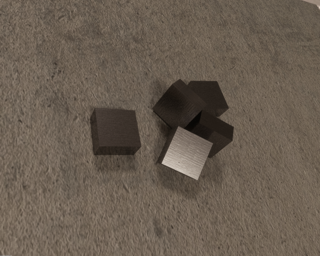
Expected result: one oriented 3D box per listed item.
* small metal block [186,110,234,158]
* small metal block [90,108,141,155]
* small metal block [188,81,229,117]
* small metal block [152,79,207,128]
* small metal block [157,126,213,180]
[{"bbox_3d":[0.063,0.009,0.417,0.050,0.050,0.025,28,48,-12],"label":"small metal block"},{"bbox_3d":[-0.054,0.005,0.373,0.050,0.025,0.050,2,61,-27],"label":"small metal block"},{"bbox_3d":[0.069,-0.044,0.470,0.050,0.025,0.050,-5,64,-31],"label":"small metal block"},{"bbox_3d":[0.026,-0.029,0.418,0.050,0.050,0.025,44,37,3],"label":"small metal block"},{"bbox_3d":[0.031,0.031,0.390,0.050,0.025,0.050,26,80,-12],"label":"small metal block"}]
